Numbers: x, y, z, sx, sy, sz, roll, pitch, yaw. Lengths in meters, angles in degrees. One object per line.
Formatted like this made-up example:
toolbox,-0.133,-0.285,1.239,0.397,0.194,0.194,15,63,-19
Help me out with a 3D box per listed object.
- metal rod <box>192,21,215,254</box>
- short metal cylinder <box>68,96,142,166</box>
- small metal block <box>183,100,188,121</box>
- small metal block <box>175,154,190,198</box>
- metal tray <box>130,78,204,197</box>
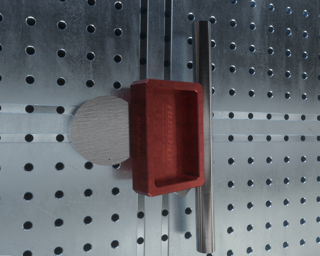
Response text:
metal rod,0.057,0.012,0.408,0.025,0.025,0.298,-1,91,-20
short metal cylinder,-0.068,0.003,0.374,0.081,0.050,0.079,0,90,-21
small metal block,0.033,-0.029,0.426,0.050,0.025,0.050,-16,96,-20
small metal block,0.024,0.059,0.422,0.050,0.025,0.050,41,77,-16
metal tray,0.011,0.010,0.373,0.091,0.030,0.129,-2,91,-40
